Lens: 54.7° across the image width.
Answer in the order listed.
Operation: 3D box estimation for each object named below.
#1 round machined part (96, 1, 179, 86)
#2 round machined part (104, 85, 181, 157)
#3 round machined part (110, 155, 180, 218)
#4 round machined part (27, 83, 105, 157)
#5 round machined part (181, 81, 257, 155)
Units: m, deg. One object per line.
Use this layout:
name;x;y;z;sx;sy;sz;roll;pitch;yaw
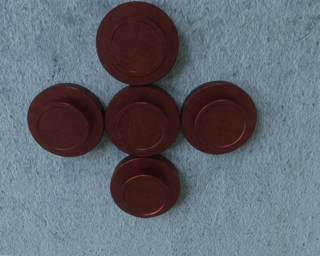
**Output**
round machined part;-0.027;-0.098;0.366;0.099;0.042;0.097;0;110;-1
round machined part;-0.023;-0.006;0.400;0.099;0.042;0.097;0;110;-1
round machined part;-0.020;0.086;0.433;0.099;0.042;0.097;0;110;-1
round machined part;-0.121;-0.006;0.398;0.099;0.042;0.097;0;110;-1
round machined part;0.076;-0.009;0.400;0.099;0.042;0.097;0;110;-1
